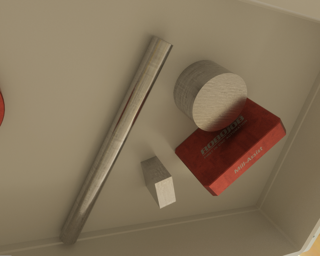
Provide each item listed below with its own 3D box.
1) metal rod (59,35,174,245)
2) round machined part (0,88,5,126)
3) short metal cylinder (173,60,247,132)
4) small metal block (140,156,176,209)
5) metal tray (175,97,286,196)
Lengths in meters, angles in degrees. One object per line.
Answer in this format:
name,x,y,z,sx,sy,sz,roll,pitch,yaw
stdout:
metal rod,-0.062,0.028,0.392,0.025,0.025,0.298,16,110,-35
round machined part,-0.194,-0.016,0.278,0.099,0.042,0.097,-17,126,-24
short metal cylinder,0.065,-0.042,0.404,0.081,0.050,0.079,-14,125,-21
small metal block,-0.003,0.076,0.440,0.025,0.050,0.050,-21,127,-16
metal tray,0.094,0.020,0.432,0.130,0.090,0.030,-42,130,0
